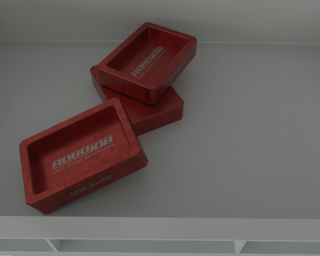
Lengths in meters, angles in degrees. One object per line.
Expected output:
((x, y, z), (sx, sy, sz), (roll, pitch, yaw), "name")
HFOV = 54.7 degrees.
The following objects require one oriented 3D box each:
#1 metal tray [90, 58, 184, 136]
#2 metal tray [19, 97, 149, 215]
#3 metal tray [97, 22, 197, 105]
((-0.035, -0.052, 0.445), (0.091, 0.030, 0.130), (-21, 53, -17), "metal tray")
((-0.089, 0.029, 0.354), (0.131, 0.030, 0.090), (-26, 53, -2), "metal tray")
((-0.015, -0.097, 0.443), (0.090, 0.030, 0.130), (24, 54, 18), "metal tray")
